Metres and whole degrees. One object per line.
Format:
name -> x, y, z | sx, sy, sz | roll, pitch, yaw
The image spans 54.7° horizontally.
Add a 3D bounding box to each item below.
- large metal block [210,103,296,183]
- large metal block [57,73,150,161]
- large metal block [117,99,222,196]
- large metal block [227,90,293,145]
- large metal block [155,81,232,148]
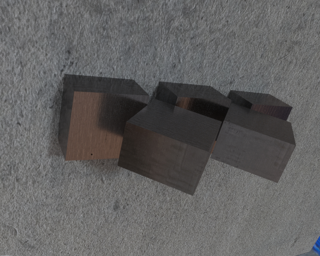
large metal block -> 0.115, 0.014, 0.385 | 0.080, 0.080, 0.050 | 20, 114, 11
large metal block -> -0.066, -0.012, 0.350 | 0.081, 0.050, 0.079 | 0, 118, -29
large metal block -> 0.013, 0.015, 0.326 | 0.080, 0.080, 0.050 | -47, 155, -62
large metal block -> 0.137, -0.008, 0.465 | 0.081, 0.050, 0.079 | 1, 118, -30
large metal block -> 0.035, -0.012, 0.406 | 0.081, 0.050, 0.079 | 1, 118, -29
